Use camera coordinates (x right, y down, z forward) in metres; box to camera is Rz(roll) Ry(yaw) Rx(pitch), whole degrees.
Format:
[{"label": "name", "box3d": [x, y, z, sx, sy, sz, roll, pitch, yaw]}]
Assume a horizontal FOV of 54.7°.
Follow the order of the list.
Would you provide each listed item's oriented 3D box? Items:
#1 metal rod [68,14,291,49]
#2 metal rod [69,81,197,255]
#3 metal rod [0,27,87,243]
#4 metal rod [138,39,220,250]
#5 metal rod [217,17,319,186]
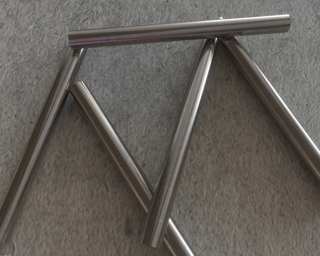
[{"label": "metal rod", "box3d": [0.028, -0.134, 0.429, 0.302, 0.025, 0.025, -5, 70, -3]}, {"label": "metal rod", "box3d": [-0.031, 0.062, 0.385, 0.025, 0.025, 0.299, -32, 73, -11]}, {"label": "metal rod", "box3d": [-0.150, -0.006, 0.408, 0.025, 0.025, 0.299, 14, 70, 5]}, {"label": "metal rod", "box3d": [0.032, -0.002, 0.393, 0.025, 0.025, 0.300, 16, 65, 5]}, {"label": "metal rod", "box3d": [0.156, -0.033, 0.422, 0.025, 0.025, 0.299, -26, 72, -10]}]
